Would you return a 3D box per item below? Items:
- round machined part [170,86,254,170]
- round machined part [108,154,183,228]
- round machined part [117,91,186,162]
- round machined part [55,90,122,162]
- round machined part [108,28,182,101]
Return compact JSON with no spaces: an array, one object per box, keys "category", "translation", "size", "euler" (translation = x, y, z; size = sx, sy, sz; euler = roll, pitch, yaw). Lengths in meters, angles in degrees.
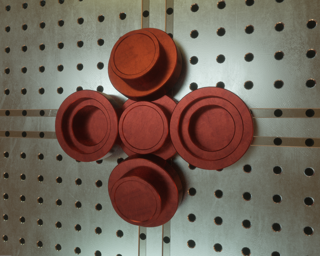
[{"category":"round machined part","translation":[0.065,0.000,0.380],"size":[0.098,0.042,0.097],"euler":[0,90,19]},{"category":"round machined part","translation":[-0.024,0.085,0.399],"size":[0.098,0.042,0.097],"euler":[5,106,18]},{"category":"round machined part","translation":[-0.015,-0.001,0.407],"size":[0.098,0.042,0.097],"euler":[0,90,19]},{"category":"round machined part","translation":[-0.093,-0.003,0.435],"size":[0.098,0.042,0.097],"euler":[0,90,19]},{"category":"round machined part","translation":[-0.025,-0.086,0.399],"size":[0.098,0.042,0.098],"euler":[-5,74,20]}]
